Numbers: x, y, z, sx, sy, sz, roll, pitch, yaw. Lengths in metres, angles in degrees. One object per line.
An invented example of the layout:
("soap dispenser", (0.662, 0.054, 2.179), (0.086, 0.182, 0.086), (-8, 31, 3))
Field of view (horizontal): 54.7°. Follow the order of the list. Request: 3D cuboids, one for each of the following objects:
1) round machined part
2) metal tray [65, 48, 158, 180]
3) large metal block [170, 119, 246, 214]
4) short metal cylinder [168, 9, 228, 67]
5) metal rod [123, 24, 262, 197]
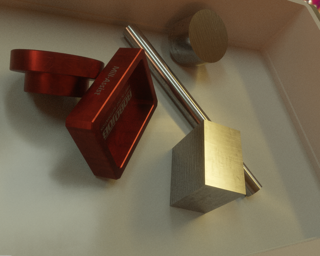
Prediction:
("round machined part", (-0.113, -0.057, 0.346), (0.099, 0.098, 0.042), (4, 96, -27))
("metal tray", (-0.046, -0.019, 0.352), (0.030, 0.090, 0.130), (7, 49, 21))
("large metal block", (0.054, 0.049, 0.371), (0.050, 0.080, 0.080), (17, 55, -19))
("short metal cylinder", (0.060, -0.139, 0.488), (0.081, 0.050, 0.079), (-1, 92, -34))
("metal rod", (0.042, -0.032, 0.449), (0.025, 0.025, 0.299), (-29, 78, -38))
